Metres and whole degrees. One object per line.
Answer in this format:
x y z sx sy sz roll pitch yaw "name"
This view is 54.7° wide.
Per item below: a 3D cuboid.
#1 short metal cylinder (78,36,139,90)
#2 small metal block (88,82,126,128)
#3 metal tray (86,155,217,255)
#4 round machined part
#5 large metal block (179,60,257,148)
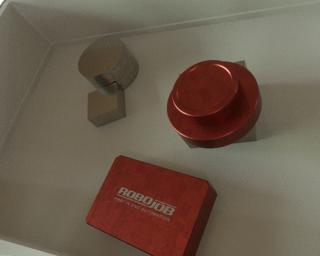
-0.081 -0.099 0.491 0.080 0.050 0.080 -13 56 20 "short metal cylinder"
-0.081 -0.035 0.468 0.050 0.025 0.050 -19 54 16 "small metal block"
-0.012 0.090 0.353 0.130 0.030 0.090 12 68 32 "metal tray"
0.052 -0.031 0.322 0.098 0.042 0.098 -13 57 20 "round machined part"
0.067 -0.026 0.370 0.080 0.050 0.080 -8 58 23 "large metal block"
